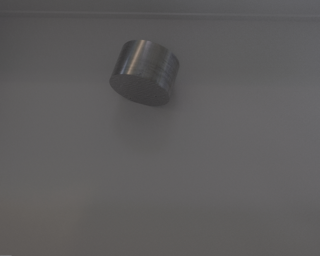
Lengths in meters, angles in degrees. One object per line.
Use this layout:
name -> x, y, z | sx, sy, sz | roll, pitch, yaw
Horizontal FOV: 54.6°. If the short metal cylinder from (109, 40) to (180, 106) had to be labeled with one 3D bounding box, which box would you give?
short metal cylinder -> -0.020, -0.070, 0.406 | 0.080, 0.080, 0.050 | 15, 71, 5
